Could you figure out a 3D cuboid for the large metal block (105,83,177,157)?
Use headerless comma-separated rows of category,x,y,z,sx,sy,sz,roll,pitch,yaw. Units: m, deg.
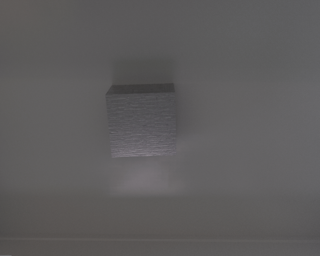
large metal block,-0.021,-0.011,0.394,0.080,0.050,0.079,-2,110,0
